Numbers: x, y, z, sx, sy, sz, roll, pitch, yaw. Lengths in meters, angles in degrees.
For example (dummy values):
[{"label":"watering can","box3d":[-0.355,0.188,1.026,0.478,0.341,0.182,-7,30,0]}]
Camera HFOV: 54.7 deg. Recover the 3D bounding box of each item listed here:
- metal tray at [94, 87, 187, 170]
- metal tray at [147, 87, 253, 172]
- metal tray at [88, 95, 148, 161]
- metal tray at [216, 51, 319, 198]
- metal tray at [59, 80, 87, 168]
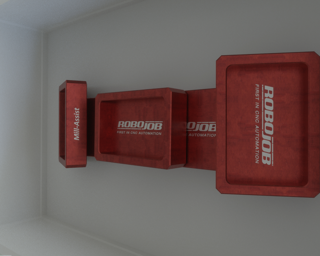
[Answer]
[{"label":"metal tray","box3d":[-0.029,0.000,0.386,0.130,0.030,0.089,1,90,40]},{"label":"metal tray","box3d":[0.042,0.001,0.367,0.130,0.030,0.089,0,90,40]},{"label":"metal tray","box3d":[-0.057,-0.001,0.450,0.130,0.030,0.089,0,90,40]},{"label":"metal tray","box3d":[0.099,-0.003,0.294,0.090,0.030,0.129,0,90,11]},{"label":"metal tray","box3d":[-0.141,-0.006,0.495,0.090,0.030,0.129,-179,89,-65]}]
